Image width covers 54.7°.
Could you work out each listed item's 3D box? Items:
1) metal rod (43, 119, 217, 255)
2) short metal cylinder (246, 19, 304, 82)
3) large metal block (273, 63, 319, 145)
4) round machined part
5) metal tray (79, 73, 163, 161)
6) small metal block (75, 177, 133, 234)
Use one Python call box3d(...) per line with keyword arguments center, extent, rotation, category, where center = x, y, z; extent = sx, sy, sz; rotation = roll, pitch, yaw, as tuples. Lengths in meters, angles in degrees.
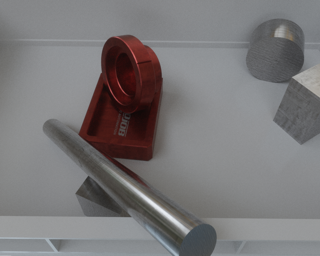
box3d(center=(-0.060, 0.031, 0.284), extent=(0.025, 0.025, 0.300), rotation=(-31, 27, -24), category="metal rod")
box3d(center=(0.175, -0.117, 0.470), extent=(0.080, 0.080, 0.050), rotation=(14, 52, 11), category="short metal cylinder")
box3d(center=(0.205, -0.036, 0.402), extent=(0.081, 0.080, 0.050), rotation=(-26, 55, -20), category="large metal block")
box3d(center=(-0.034, -0.071, 0.402), extent=(0.042, 0.097, 0.098), rotation=(-19, 52, -33), category="round machined part")
box3d(center=(-0.048, -0.021, 0.418), extent=(0.091, 0.030, 0.130), rotation=(5, 50, 4), category="metal tray")
box3d(center=(-0.055, 0.080, 0.321), extent=(0.050, 0.050, 0.025), rotation=(20, 53, 15), category="small metal block")
